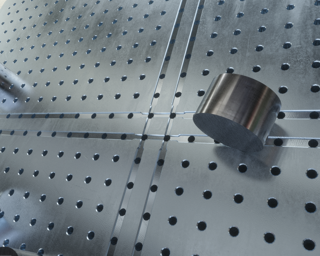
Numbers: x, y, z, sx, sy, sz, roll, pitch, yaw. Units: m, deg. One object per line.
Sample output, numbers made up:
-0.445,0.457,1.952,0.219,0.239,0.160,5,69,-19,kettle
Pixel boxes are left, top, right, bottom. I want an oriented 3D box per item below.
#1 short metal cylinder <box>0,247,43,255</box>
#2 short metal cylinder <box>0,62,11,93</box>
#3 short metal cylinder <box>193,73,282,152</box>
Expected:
-0.179,0.188,0.370,0.080,0.050,0.080,-13,56,21,short metal cylinder
-0.364,-0.109,0.650,0.080,0.050,0.080,-13,56,21,short metal cylinder
0.083,-0.015,0.338,0.080,0.080,0.050,18,71,35,short metal cylinder
